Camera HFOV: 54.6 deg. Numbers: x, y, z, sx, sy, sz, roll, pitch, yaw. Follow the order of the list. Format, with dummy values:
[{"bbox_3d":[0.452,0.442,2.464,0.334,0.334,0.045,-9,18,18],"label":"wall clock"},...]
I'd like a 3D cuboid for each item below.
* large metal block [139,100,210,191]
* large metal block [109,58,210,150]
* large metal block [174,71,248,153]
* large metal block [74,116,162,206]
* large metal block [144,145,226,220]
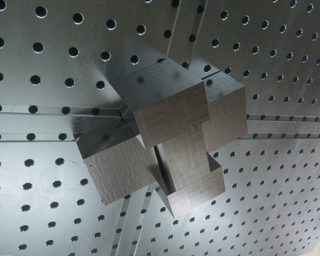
[{"bbox_3d":[0.016,0.017,0.394,0.050,0.080,0.080,-26,128,-12],"label":"large metal block"},{"bbox_3d":[-0.002,-0.031,0.354,0.080,0.080,0.050,-25,127,-13],"label":"large metal block"},{"bbox_3d":[0.068,-0.018,0.419,0.080,0.050,0.080,-26,130,-12],"label":"large metal block"},{"bbox_3d":[-0.051,0.038,0.391,0.080,0.050,0.080,-24,127,-14],"label":"large metal block"},{"bbox_3d":[0.032,0.066,0.433,0.080,0.080,0.050,-26,128,-13],"label":"large metal block"}]
